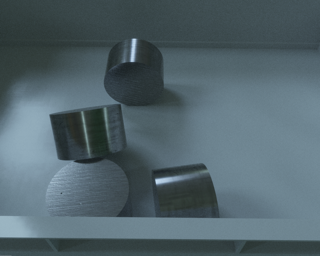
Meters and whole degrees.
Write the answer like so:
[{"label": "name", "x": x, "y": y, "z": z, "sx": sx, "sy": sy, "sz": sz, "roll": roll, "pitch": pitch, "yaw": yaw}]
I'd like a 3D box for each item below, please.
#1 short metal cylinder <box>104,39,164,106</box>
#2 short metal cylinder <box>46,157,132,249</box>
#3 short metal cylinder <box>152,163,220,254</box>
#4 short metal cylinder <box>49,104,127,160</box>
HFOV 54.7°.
[{"label": "short metal cylinder", "x": -0.035, "y": -0.076, "z": 0.433, "sx": 0.081, "sy": 0.080, "sz": 0.050, "roll": 0, "pitch": 50, "yaw": 0}, {"label": "short metal cylinder", "x": -0.071, "y": 0.078, "z": 0.323, "sx": 0.081, "sy": 0.050, "sz": 0.080, "roll": 0, "pitch": 50, "yaw": 0}, {"label": "short metal cylinder", "x": 0.022, "y": 0.077, "z": 0.305, "sx": 0.050, "sy": 0.080, "sz": 0.080, "roll": -7, "pitch": 51, "yaw": -6}, {"label": "short metal cylinder", "x": -0.082, "y": 0.003, "z": 0.359, "sx": 0.080, "sy": 0.050, "sz": 0.080, "roll": -8, "pitch": 8, "yaw": 1}]
